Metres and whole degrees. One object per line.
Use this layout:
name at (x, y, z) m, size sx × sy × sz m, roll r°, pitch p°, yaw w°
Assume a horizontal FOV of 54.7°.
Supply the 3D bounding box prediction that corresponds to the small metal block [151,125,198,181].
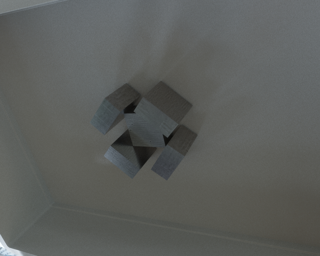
small metal block at (0.019, 0.031, 0.399) m, size 0.025 × 0.050 × 0.050 m, roll 34°, pitch 128°, yaw 4°

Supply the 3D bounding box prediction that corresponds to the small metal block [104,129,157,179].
small metal block at (-0.041, 0.034, 0.433) m, size 0.050 × 0.050 × 0.025 m, roll 39°, pitch 130°, yaw 2°

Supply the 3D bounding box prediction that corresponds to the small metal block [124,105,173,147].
small metal block at (-0.015, -0.003, 0.412) m, size 0.050 × 0.025 × 0.050 m, roll 1°, pitch 119°, yaw 28°

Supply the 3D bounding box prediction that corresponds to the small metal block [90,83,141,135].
small metal block at (-0.058, -0.025, 0.405) m, size 0.025 × 0.050 × 0.050 m, roll 41°, pitch 130°, yaw 1°

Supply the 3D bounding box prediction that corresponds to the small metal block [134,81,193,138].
small metal block at (0.005, -0.024, 0.372) m, size 0.050 × 0.050 × 0.025 m, roll 38°, pitch 128°, yaw 1°
